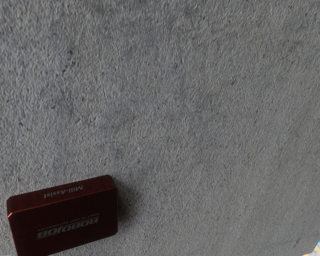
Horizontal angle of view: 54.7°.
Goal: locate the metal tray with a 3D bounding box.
[{"bbox_3d":[-0.123,0.118,0.409,0.131,0.030,0.089,-10,123,-23],"label":"metal tray"}]
